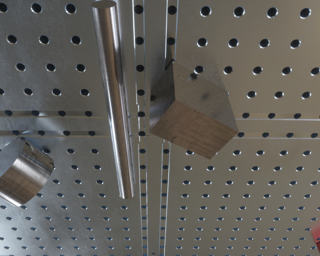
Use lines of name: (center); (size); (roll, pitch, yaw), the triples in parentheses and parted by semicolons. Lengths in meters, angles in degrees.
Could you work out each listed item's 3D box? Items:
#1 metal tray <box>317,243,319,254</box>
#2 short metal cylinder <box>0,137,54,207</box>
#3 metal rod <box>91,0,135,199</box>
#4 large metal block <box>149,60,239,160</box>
metal tray: (0.391, 0.225, 0.605); (0.091, 0.030, 0.129); (23, 126, -19)
short metal cylinder: (-0.194, 0.059, 0.423); (0.080, 0.080, 0.050); (-28, 125, 21)
metal rod: (-0.054, -0.009, 0.403); (0.025, 0.025, 0.298); (-1, 130, 0)
large metal block: (0.036, -0.021, 0.358); (0.080, 0.080, 0.050); (25, 126, -20)
